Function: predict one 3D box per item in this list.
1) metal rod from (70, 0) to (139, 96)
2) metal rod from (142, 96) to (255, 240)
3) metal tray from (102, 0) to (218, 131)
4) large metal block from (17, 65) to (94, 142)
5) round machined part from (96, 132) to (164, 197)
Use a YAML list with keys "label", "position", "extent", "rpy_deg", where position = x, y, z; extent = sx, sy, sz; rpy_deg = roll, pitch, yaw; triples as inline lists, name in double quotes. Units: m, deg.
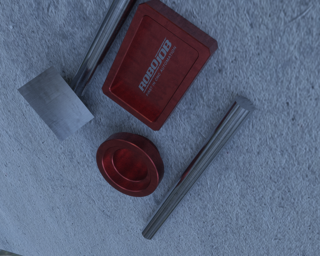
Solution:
- label: "metal rod"
  position: [-0.037, -0.141, 0.337]
  extent: [0.025, 0.025, 0.298]
  rpy_deg: [41, 129, 0]
- label: "metal rod"
  position: [0.037, 0.075, 0.432]
  extent: [0.025, 0.025, 0.298]
  rpy_deg: [33, 129, 6]
- label: "metal tray"
  position: [-0.006, -0.068, 0.362]
  extent: [0.090, 0.030, 0.129]
  rpy_deg: [37, 129, 3]
- label: "large metal block"
  position: [-0.136, -0.030, 0.416]
  extent: [0.080, 0.050, 0.080]
  rpy_deg: [53, 169, -10]
- label: "round machined part"
  position: [-0.038, 0.047, 0.444]
  extent: [0.098, 0.042, 0.097]
  rpy_deg: [13, 124, 20]
